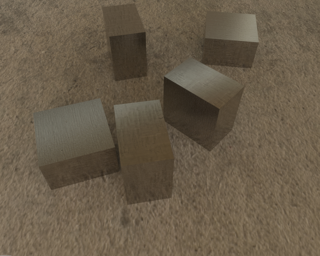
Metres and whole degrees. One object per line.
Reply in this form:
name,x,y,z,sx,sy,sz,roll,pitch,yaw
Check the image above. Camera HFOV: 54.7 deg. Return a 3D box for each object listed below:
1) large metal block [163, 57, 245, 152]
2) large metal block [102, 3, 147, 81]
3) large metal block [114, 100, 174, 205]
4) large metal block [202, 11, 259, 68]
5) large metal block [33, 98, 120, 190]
large metal block,0.051,-0.030,0.393,0.080,0.080,0.050,35,58,25
large metal block,-0.054,-0.132,0.478,0.050,0.080,0.080,-11,51,-9
large metal block,-0.019,0.027,0.344,0.050,0.080,0.080,-8,51,-7
large metal block,0.114,-0.147,0.512,0.080,0.050,0.080,6,50,4
large metal block,-0.100,0.017,0.371,0.081,0.050,0.080,-14,52,-12
